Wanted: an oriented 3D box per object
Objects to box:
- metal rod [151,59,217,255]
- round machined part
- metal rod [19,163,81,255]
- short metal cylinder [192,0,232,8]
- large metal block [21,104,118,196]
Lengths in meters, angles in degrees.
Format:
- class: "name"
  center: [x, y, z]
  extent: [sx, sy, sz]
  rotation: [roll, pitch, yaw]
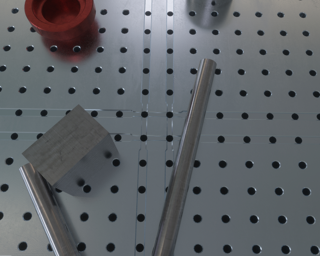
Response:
- class: "metal rod"
  center: [0.031, 0.043, 0.396]
  extent: [0.025, 0.025, 0.299]
  rotation: [14, 70, 5]
- class: "round machined part"
  center: [-0.145, -0.172, 0.464]
  extent: [0.099, 0.042, 0.098]
  rotation: [0, 70, 0]
- class: "metal rod"
  center: [-0.091, 0.171, 0.348]
  extent: [0.025, 0.025, 0.299]
  rotation: [-28, 73, -10]
- class: "short metal cylinder"
  center: [0.084, -0.238, 0.486]
  extent: [0.081, 0.050, 0.080]
  rotation: [0, 70, 0]
- class: "large metal block"
  center: [-0.101, 0.030, 0.371]
  extent: [0.050, 0.080, 0.080]
  rotation: [42, 75, 13]
